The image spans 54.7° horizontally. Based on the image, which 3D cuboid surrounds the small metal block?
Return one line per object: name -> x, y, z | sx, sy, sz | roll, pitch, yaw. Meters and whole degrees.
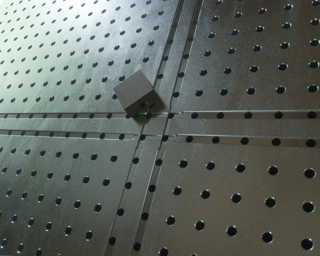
small metal block -> -0.035, -0.051, 0.456 | 0.050, 0.025, 0.050 | -35, 52, 5
